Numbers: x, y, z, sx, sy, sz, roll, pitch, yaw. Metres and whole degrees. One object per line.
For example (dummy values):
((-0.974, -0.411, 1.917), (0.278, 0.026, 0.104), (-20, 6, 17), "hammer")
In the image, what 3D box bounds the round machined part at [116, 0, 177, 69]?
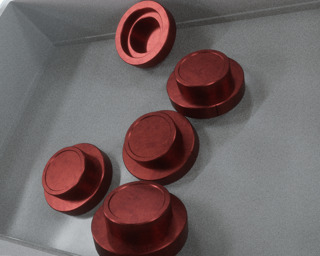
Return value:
((-0.017, -0.138, 0.473), (0.098, 0.042, 0.097), (-4, 83, 32), "round machined part")

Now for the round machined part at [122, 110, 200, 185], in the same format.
((-0.004, 0.019, 0.384), (0.098, 0.042, 0.098), (-13, 56, 20), "round machined part")

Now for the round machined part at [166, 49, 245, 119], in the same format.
((0.056, -0.062, 0.390), (0.098, 0.042, 0.098), (-10, 49, 12), "round machined part")

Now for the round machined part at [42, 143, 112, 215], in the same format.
((-0.117, 0.064, 0.415), (0.098, 0.042, 0.098), (-13, 56, 20), "round machined part")

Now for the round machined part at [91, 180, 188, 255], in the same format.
((-0.021, 0.090, 0.318), (0.099, 0.042, 0.098), (-4, 25, 2), "round machined part")
